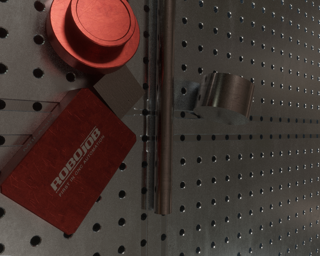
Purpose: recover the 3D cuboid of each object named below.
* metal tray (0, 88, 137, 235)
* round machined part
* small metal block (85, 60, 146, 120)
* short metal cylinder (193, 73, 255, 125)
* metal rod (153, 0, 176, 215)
[{"bbox_3d":[-0.093,0.033,0.329,0.090,0.030,0.130,48,62,-30],"label":"metal tray"},{"bbox_3d":[-0.065,-0.110,0.328,0.099,0.042,0.098,7,75,-28],"label":"round machined part"},{"bbox_3d":[-0.053,-0.044,0.366,0.050,0.025,0.050,-51,120,-28],"label":"small metal block"},{"bbox_3d":[0.094,-0.041,0.455,0.080,0.080,0.050,24,75,-38],"label":"short metal cylinder"},{"bbox_3d":[0.006,-0.037,0.416,0.025,0.025,0.298,2,89,-40],"label":"metal rod"}]
